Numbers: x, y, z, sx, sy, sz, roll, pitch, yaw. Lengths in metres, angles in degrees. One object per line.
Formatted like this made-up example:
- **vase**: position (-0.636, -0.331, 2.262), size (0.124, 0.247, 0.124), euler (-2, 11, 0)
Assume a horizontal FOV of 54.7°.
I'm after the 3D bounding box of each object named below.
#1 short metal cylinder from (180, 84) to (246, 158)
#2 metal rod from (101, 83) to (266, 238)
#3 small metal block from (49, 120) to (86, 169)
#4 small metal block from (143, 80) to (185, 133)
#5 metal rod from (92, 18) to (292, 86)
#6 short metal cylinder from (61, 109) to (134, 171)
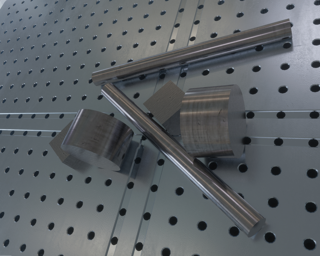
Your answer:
- **short metal cylinder**: position (0.062, -0.007, 0.345), size (0.050, 0.080, 0.080), euler (-2, 61, 27)
- **metal rod**: position (0.006, 0.019, 0.393), size (0.025, 0.025, 0.300), euler (-46, 51, -3)
- **small metal block**: position (-0.130, 0.024, 0.462), size (0.050, 0.025, 0.050), euler (-46, 51, -4)
- **small metal block**: position (0.013, -0.029, 0.419), size (0.050, 0.025, 0.050), euler (-42, 51, -1)
- **metal rod**: position (0.031, -0.105, 0.456), size (0.301, 0.025, 0.025), euler (-10, 58, 22)
- **short metal cylinder**: position (-0.080, 0.017, 0.405), size (0.080, 0.080, 0.050), euler (7, 66, 31)
